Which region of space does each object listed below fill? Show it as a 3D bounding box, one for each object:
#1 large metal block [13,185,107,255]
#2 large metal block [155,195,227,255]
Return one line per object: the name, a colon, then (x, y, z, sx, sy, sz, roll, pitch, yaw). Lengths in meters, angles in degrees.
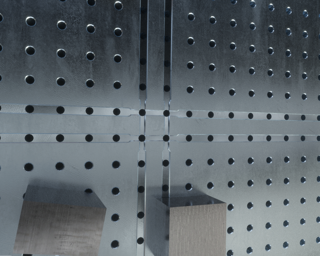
large metal block: (-0.111, 0.100, 0.343, 0.081, 0.080, 0.050, 11, 86, -20)
large metal block: (0.040, 0.138, 0.416, 0.081, 0.050, 0.079, 1, 90, -21)
